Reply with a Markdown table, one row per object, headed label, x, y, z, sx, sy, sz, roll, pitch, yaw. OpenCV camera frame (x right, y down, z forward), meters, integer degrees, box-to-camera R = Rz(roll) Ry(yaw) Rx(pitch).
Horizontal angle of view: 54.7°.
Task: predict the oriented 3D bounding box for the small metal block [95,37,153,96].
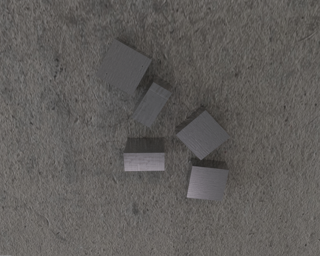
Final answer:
| label | x | y | z | sx | sy | sz | roll | pitch | yaw |
| --- | --- | --- | --- | --- | --- | --- | --- | --- | --- |
| small metal block | -0.044 | -0.076 | 0.381 | 0.050 | 0.025 | 0.050 | 28 | 108 | -10 |

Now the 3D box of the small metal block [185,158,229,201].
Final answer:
| label | x | y | z | sx | sy | sz | roll | pitch | yaw |
| --- | --- | --- | --- | --- | --- | --- | --- | --- | --- |
| small metal block | 0.065 | 0.073 | 0.437 | 0.050 | 0.025 | 0.050 | 7 | 110 | -3 |

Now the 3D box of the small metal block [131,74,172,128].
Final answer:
| label | x | y | z | sx | sy | sz | roll | pitch | yaw |
| --- | --- | --- | --- | --- | --- | --- | --- | --- | --- |
| small metal block | -0.010 | -0.035 | 0.383 | 0.025 | 0.050 | 0.050 | 30 | 107 | -11 |

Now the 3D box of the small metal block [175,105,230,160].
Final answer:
| label | x | y | z | sx | sy | sz | roll | pitch | yaw |
| --- | --- | --- | --- | --- | --- | --- | --- | --- | --- |
| small metal block | 0.056 | 0.006 | 0.412 | 0.050 | 0.025 | 0.050 | -41 | 105 | 13 |

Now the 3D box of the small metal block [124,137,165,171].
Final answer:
| label | x | y | z | sx | sy | sz | roll | pitch | yaw |
| --- | --- | --- | --- | --- | --- | --- | --- | --- | --- |
| small metal block | -0.019 | 0.034 | 0.409 | 0.050 | 0.050 | 0.025 | -1 | 110 | 0 |
